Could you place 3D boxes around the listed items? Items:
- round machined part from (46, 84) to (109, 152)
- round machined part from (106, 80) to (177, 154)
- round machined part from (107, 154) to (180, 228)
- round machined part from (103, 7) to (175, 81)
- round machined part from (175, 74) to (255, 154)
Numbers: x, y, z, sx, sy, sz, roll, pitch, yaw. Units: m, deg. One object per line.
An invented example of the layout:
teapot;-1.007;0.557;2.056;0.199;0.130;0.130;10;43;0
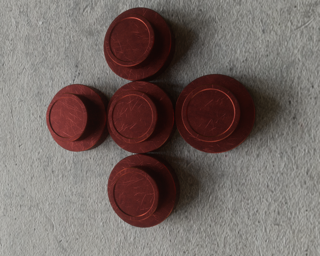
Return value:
round machined part;-0.121;-0.014;0.443;0.098;0.042;0.097;0;90;19
round machined part;-0.028;-0.015;0.410;0.098;0.042;0.097;0;90;19
round machined part;-0.026;0.083;0.409;0.098;0.042;0.097;0;90;19
round machined part;-0.032;-0.112;0.412;0.098;0.042;0.097;0;90;19
round machined part;0.065;-0.017;0.378;0.098;0.042;0.097;0;90;19
